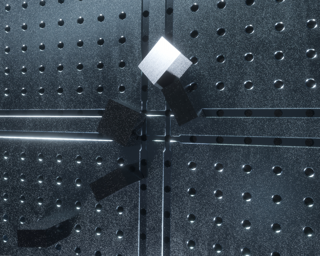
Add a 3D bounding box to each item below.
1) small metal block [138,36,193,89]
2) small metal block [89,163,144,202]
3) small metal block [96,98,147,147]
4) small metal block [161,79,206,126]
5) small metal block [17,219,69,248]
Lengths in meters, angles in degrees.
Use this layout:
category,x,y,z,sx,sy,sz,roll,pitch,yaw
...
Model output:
category,x,y,z,sx,sy,sz,roll,pitch,yaw
small metal block,0.006,-0.082,0.399,0.050,0.025,0.050,-49,46,13
small metal block,-0.057,0.072,0.418,0.050,0.050,0.025,-31,80,17
small metal block,-0.053,-0.007,0.430,0.050,0.025,0.050,26,98,17
small metal block,0.031,-0.030,0.388,0.025,0.050,0.050,-28,81,18
small metal block,-0.172,0.155,0.458,0.050,0.050,0.025,-7,88,19
